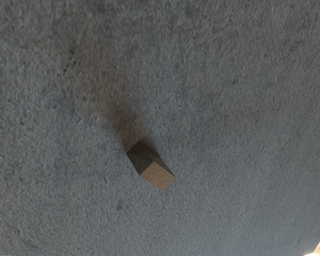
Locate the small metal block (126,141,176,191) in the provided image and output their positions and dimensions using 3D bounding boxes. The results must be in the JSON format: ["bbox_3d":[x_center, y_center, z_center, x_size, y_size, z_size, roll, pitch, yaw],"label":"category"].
[{"bbox_3d":[-0.012,0.050,0.414,0.025,0.050,0.050,-46,129,4],"label":"small metal block"}]
